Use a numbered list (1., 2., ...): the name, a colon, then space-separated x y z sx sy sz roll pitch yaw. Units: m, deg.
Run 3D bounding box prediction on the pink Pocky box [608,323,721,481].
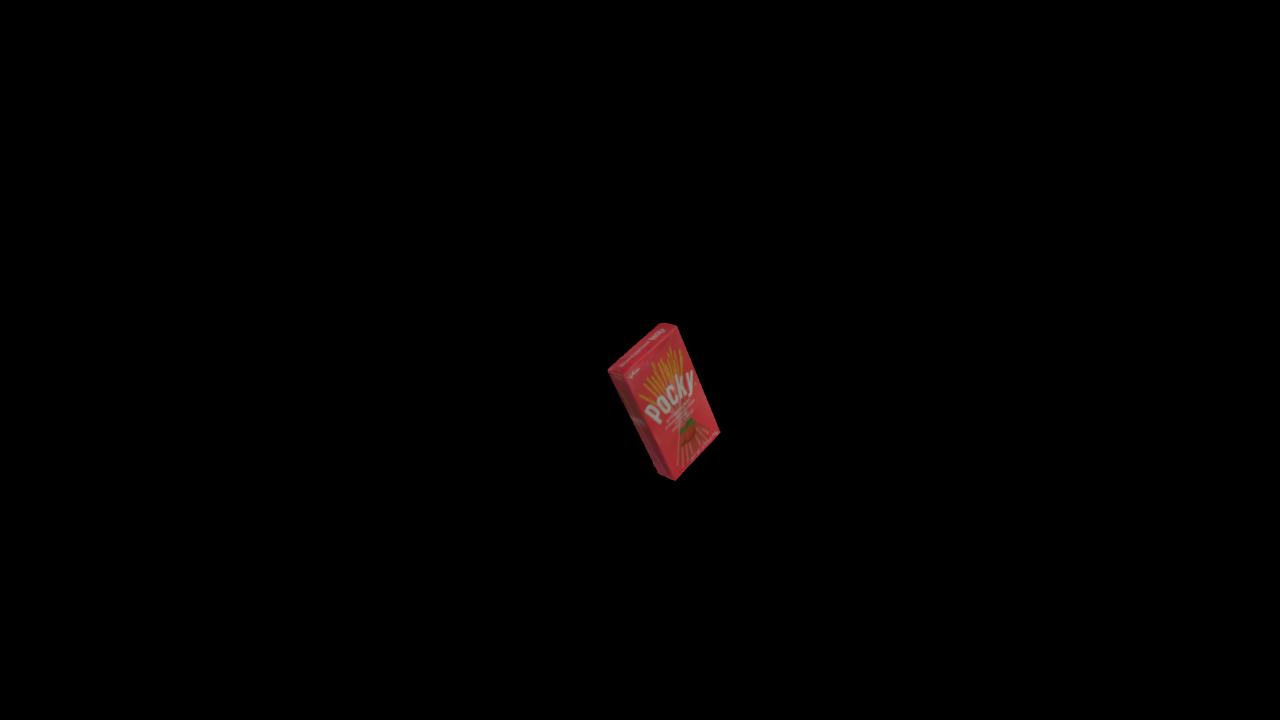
1. pink Pocky box: 0.030 0.046 0.651 0.084 0.155 0.029 -42 35 -27
